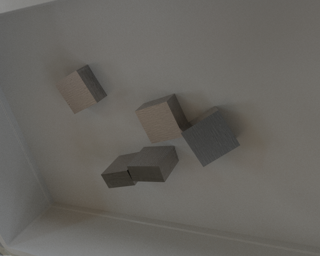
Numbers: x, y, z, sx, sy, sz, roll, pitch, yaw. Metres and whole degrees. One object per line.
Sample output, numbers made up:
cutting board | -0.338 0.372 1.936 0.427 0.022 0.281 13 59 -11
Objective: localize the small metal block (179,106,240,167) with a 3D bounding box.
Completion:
small metal block | 0.059 0.010 0.370 0.050 0.025 0.050 -32 102 7

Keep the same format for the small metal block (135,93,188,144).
small metal block | 0.004 -0.011 0.400 0.050 0.025 0.050 -15 111 34

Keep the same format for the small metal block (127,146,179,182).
small metal block | -0.009 0.049 0.427 0.050 0.050 0.025 -4 116 30

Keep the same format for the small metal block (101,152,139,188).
small metal block | -0.049 0.061 0.457 0.050 0.050 0.025 -13 111 34

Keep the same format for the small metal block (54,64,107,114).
small metal block | -0.111 -0.053 0.434 0.050 0.025 0.050 -20 108 35
